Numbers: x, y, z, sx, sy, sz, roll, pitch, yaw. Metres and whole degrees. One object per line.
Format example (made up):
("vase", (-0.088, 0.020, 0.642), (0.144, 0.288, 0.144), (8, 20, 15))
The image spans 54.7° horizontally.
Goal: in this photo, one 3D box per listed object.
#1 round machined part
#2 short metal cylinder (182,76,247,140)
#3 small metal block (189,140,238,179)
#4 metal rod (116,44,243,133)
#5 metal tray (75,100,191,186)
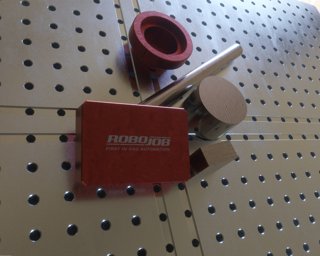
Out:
("round machined part", (-0.002, -0.128, 0.476), (0.099, 0.042, 0.098), (14, 56, -21))
("short metal cylinder", (0.079, -0.029, 0.455), (0.081, 0.050, 0.080), (14, 56, -21))
("small metal block", (0.064, 0.042, 0.403), (0.050, 0.050, 0.025), (-11, 68, -33))
("metal rod", (0.048, -0.074, 0.480), (0.025, 0.025, 0.302), (49, 51, 5))
("metal tray", (-0.029, 0.020, 0.361), (0.131, 0.030, 0.090), (3, 79, -27))
